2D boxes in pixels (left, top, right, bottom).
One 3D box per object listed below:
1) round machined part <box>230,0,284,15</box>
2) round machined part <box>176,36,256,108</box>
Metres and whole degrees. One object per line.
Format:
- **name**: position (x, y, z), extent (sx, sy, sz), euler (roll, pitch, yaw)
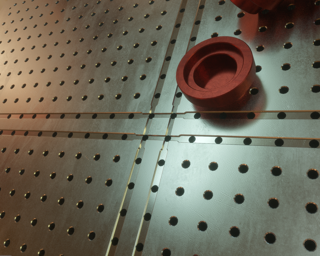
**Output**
- **round machined part**: position (0.124, -0.198, 0.430), extent (0.042, 0.099, 0.098), euler (-47, 39, 44)
- **round machined part**: position (0.074, -0.067, 0.401), extent (0.098, 0.042, 0.098), euler (-13, 56, 21)
